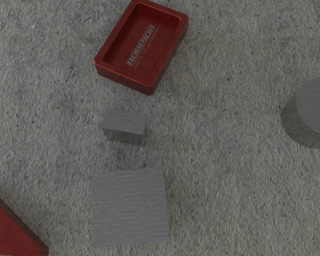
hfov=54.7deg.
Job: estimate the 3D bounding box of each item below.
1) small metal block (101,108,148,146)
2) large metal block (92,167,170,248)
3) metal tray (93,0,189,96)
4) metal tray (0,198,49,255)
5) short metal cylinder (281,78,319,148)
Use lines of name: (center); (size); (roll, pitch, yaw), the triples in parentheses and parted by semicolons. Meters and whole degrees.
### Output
small metal block: (-0.043, 0.001, 0.394); (0.050, 0.050, 0.025); (10, 71, 3)
large metal block: (-0.033, 0.093, 0.361); (0.081, 0.050, 0.080); (-5, 70, -2)
metal tray: (-0.025, -0.121, 0.449); (0.090, 0.030, 0.130); (24, 72, 8)
metal tray: (-0.207, 0.133, 0.355); (0.130, 0.030, 0.090); (39, 74, 13)
short metal cylinder: (0.208, -0.019, 0.403); (0.081, 0.050, 0.080); (0, 70, 0)
